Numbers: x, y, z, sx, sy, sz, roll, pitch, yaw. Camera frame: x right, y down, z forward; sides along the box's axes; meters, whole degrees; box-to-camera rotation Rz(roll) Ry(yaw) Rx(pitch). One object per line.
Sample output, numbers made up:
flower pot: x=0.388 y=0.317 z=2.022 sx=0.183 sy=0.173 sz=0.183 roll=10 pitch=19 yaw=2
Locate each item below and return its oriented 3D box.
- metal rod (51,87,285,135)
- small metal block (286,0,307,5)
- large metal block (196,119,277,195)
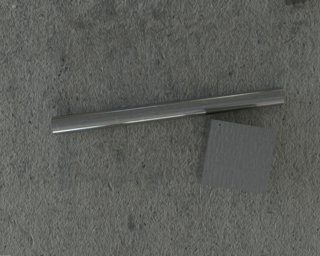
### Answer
metal rod: x=0.011 y=-0.023 z=0.410 sx=0.302 sy=0.025 sz=0.025 roll=-7 pitch=90 yaw=-1
small metal block: x=0.182 y=-0.195 z=0.400 sx=0.025 sy=0.050 sz=0.050 roll=-8 pitch=90 yaw=0
large metal block: x=0.095 y=0.035 z=0.399 sx=0.080 sy=0.050 sz=0.080 roll=9 pitch=90 yaw=-1
